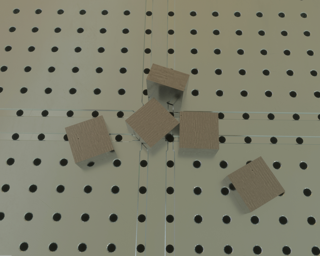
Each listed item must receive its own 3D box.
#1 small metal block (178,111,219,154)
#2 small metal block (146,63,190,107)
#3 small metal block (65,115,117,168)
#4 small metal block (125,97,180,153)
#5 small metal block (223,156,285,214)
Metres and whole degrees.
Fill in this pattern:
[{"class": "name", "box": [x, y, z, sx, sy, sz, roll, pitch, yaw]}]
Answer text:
[{"class": "small metal block", "box": [0.050, 0.007, 0.410, 0.050, 0.025, 0.050, 2, 70, 0]}, {"class": "small metal block", "box": [0.010, -0.057, 0.419, 0.050, 0.050, 0.025, 19, 71, 7]}, {"class": "small metal block", "box": [-0.090, 0.018, 0.405, 0.050, 0.025, 0.050, -19, 71, -7]}, {"class": "small metal block", "box": [-0.010, -0.004, 0.413, 0.050, 0.025, 0.050, -41, 75, -13]}, {"class": "small metal block", "box": [0.116, 0.071, 0.386, 0.050, 0.025, 0.050, -28, 72, -10]}]
